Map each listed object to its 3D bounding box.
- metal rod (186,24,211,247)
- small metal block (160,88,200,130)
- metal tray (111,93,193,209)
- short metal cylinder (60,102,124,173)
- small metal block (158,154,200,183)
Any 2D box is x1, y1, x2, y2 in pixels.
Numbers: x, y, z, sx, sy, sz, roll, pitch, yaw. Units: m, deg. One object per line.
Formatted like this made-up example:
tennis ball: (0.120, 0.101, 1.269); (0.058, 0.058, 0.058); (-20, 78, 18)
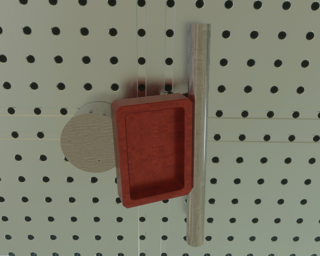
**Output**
metal rod: (0.047, 0.024, 0.396); (0.025, 0.025, 0.298); (-1, 110, 0)
small metal block: (0.031, -0.024, 0.405); (0.050, 0.025, 0.050); (-14, 110, 4)
metal tray: (-0.008, 0.027, 0.378); (0.091, 0.030, 0.129); (-9, 112, -18)
short metal cylinder: (-0.081, 0.011, 0.402); (0.081, 0.050, 0.079); (0, 110, -1)
small metal block: (0.021, 0.059, 0.434); (0.050, 0.025, 0.050); (37, 106, -13)
